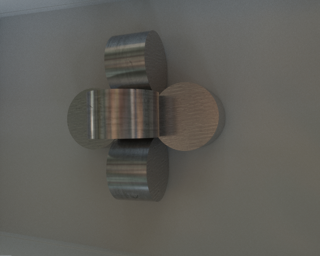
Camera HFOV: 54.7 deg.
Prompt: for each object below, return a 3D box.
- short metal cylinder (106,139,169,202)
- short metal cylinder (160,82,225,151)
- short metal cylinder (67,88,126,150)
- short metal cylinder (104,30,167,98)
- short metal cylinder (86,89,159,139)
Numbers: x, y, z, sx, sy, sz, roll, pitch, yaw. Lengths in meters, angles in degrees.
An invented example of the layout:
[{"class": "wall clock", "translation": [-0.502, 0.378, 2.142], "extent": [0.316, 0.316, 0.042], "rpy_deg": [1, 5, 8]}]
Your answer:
[{"class": "short metal cylinder", "translation": [-0.025, 0.050, 0.388], "extent": [0.050, 0.080, 0.080], "rpy_deg": [-2, 90, 19]}, {"class": "short metal cylinder", "translation": [0.036, -0.013, 0.382], "extent": [0.080, 0.050, 0.080], "rpy_deg": [0, 90, 20]}, {"class": "short metal cylinder", "translation": [-0.077, -0.012, 0.423], "extent": [0.080, 0.050, 0.080], "rpy_deg": [0, 90, 20]}, {"class": "short metal cylinder", "translation": [-0.027, -0.078, 0.389], "extent": [0.050, 0.080, 0.080], "rpy_deg": [-2, 90, 19]}, {"class": "short metal cylinder", "translation": [-0.041, -0.014, 0.347], "extent": [0.080, 0.080, 0.050], "rpy_deg": [-1, 90, 20]}]
